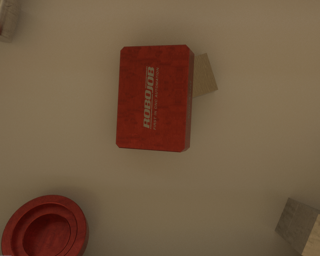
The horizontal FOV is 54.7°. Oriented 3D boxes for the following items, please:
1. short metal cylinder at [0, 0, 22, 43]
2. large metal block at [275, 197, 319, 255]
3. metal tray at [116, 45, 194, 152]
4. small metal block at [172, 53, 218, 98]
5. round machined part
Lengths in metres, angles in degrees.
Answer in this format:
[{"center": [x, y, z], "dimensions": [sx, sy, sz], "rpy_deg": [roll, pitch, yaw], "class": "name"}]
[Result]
[{"center": [-0.219, -0.144, 0.381], "dimensions": [0.080, 0.080, 0.050], "rpy_deg": [15, 90, -1], "class": "short metal cylinder"}, {"center": [0.205, 0.134, 0.387], "dimensions": [0.080, 0.080, 0.050], "rpy_deg": [23, 90, -1], "class": "large metal block"}, {"center": [-0.006, -0.037, 0.395], "dimensions": [0.090, 0.030, 0.129], "rpy_deg": [3, 90, 17], "class": "metal tray"}, {"center": [0.044, -0.066, 0.412], "dimensions": [0.050, 0.025, 0.050], "rpy_deg": [-17, 90, -1], "class": "small metal block"}, {"center": [-0.138, 0.137, 0.386], "dimensions": [0.099, 0.042, 0.098], "rpy_deg": [1, 54, -1], "class": "round machined part"}]
